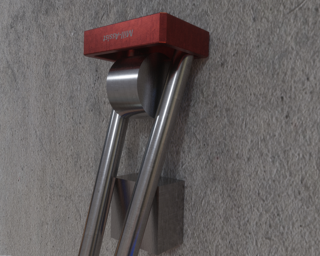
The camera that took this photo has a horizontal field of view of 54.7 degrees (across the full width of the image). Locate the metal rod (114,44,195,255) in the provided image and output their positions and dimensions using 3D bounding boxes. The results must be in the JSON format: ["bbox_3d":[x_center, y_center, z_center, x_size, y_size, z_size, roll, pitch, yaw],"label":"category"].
[{"bbox_3d":[-0.010,0.045,0.352,0.025,0.025,0.299,11,82,39],"label":"metal rod"}]

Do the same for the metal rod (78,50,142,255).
[{"bbox_3d":[-0.064,0.042,0.397,0.025,0.025,0.299,3,76,39],"label":"metal rod"}]

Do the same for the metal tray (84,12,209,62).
[{"bbox_3d":[-0.018,-0.102,0.377,0.130,0.091,0.030,3,92,39],"label":"metal tray"}]

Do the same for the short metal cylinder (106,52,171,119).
[{"bbox_3d":[-0.019,-0.051,0.385,0.050,0.081,0.079,3,92,39],"label":"short metal cylinder"}]

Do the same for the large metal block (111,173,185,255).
[{"bbox_3d":[-0.017,0.105,0.399,0.080,0.050,0.079,2,92,39],"label":"large metal block"}]
